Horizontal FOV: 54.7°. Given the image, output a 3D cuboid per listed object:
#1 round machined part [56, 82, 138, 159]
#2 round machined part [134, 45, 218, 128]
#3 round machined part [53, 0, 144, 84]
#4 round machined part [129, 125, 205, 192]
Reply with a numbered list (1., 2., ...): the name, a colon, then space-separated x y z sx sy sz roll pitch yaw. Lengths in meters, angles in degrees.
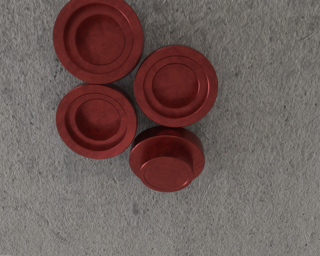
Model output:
1. round machined part: -0.077 -0.013 0.395 0.099 0.042 0.097 0 110 0
2. round machined part: 0.019 -0.053 0.381 0.099 0.042 0.097 0 110 0
3. round machined part: -0.067 -0.100 0.356 0.099 0.042 0.097 0 98 1
4. round machined part: 0.009 0.046 0.401 0.099 0.042 0.097 1 131 1
